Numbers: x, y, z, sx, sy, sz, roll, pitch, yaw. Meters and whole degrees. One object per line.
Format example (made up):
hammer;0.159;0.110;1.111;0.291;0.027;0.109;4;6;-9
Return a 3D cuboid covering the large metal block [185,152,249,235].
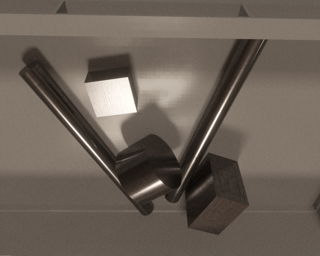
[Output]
large metal block;0.079;0.097;0.457;0.050;0.080;0.079;18;128;-15

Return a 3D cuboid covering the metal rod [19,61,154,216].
metal rod;-0.085;0.035;0.437;0.025;0.025;0.299;-20;128;16

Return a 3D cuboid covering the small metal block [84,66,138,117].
small metal block;-0.057;-0.043;0.372;0.050;0.025;0.050;-7;130;5

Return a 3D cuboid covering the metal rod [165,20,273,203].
metal rod;0.063;0.003;0.412;0.025;0.025;0.298;13;129;-11

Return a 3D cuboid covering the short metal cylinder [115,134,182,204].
short metal cylinder;-0.014;0.055;0.420;0.050;0.080;0.080;-31;124;23
